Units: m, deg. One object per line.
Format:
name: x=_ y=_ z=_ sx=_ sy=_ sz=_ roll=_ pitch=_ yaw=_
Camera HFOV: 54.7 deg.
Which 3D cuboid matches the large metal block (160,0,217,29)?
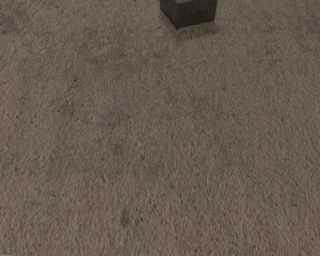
large metal block: x=0.052 y=-0.239 z=0.589 sx=0.081 sy=0.050 sz=0.080 roll=-17 pitch=52 yaw=-14
